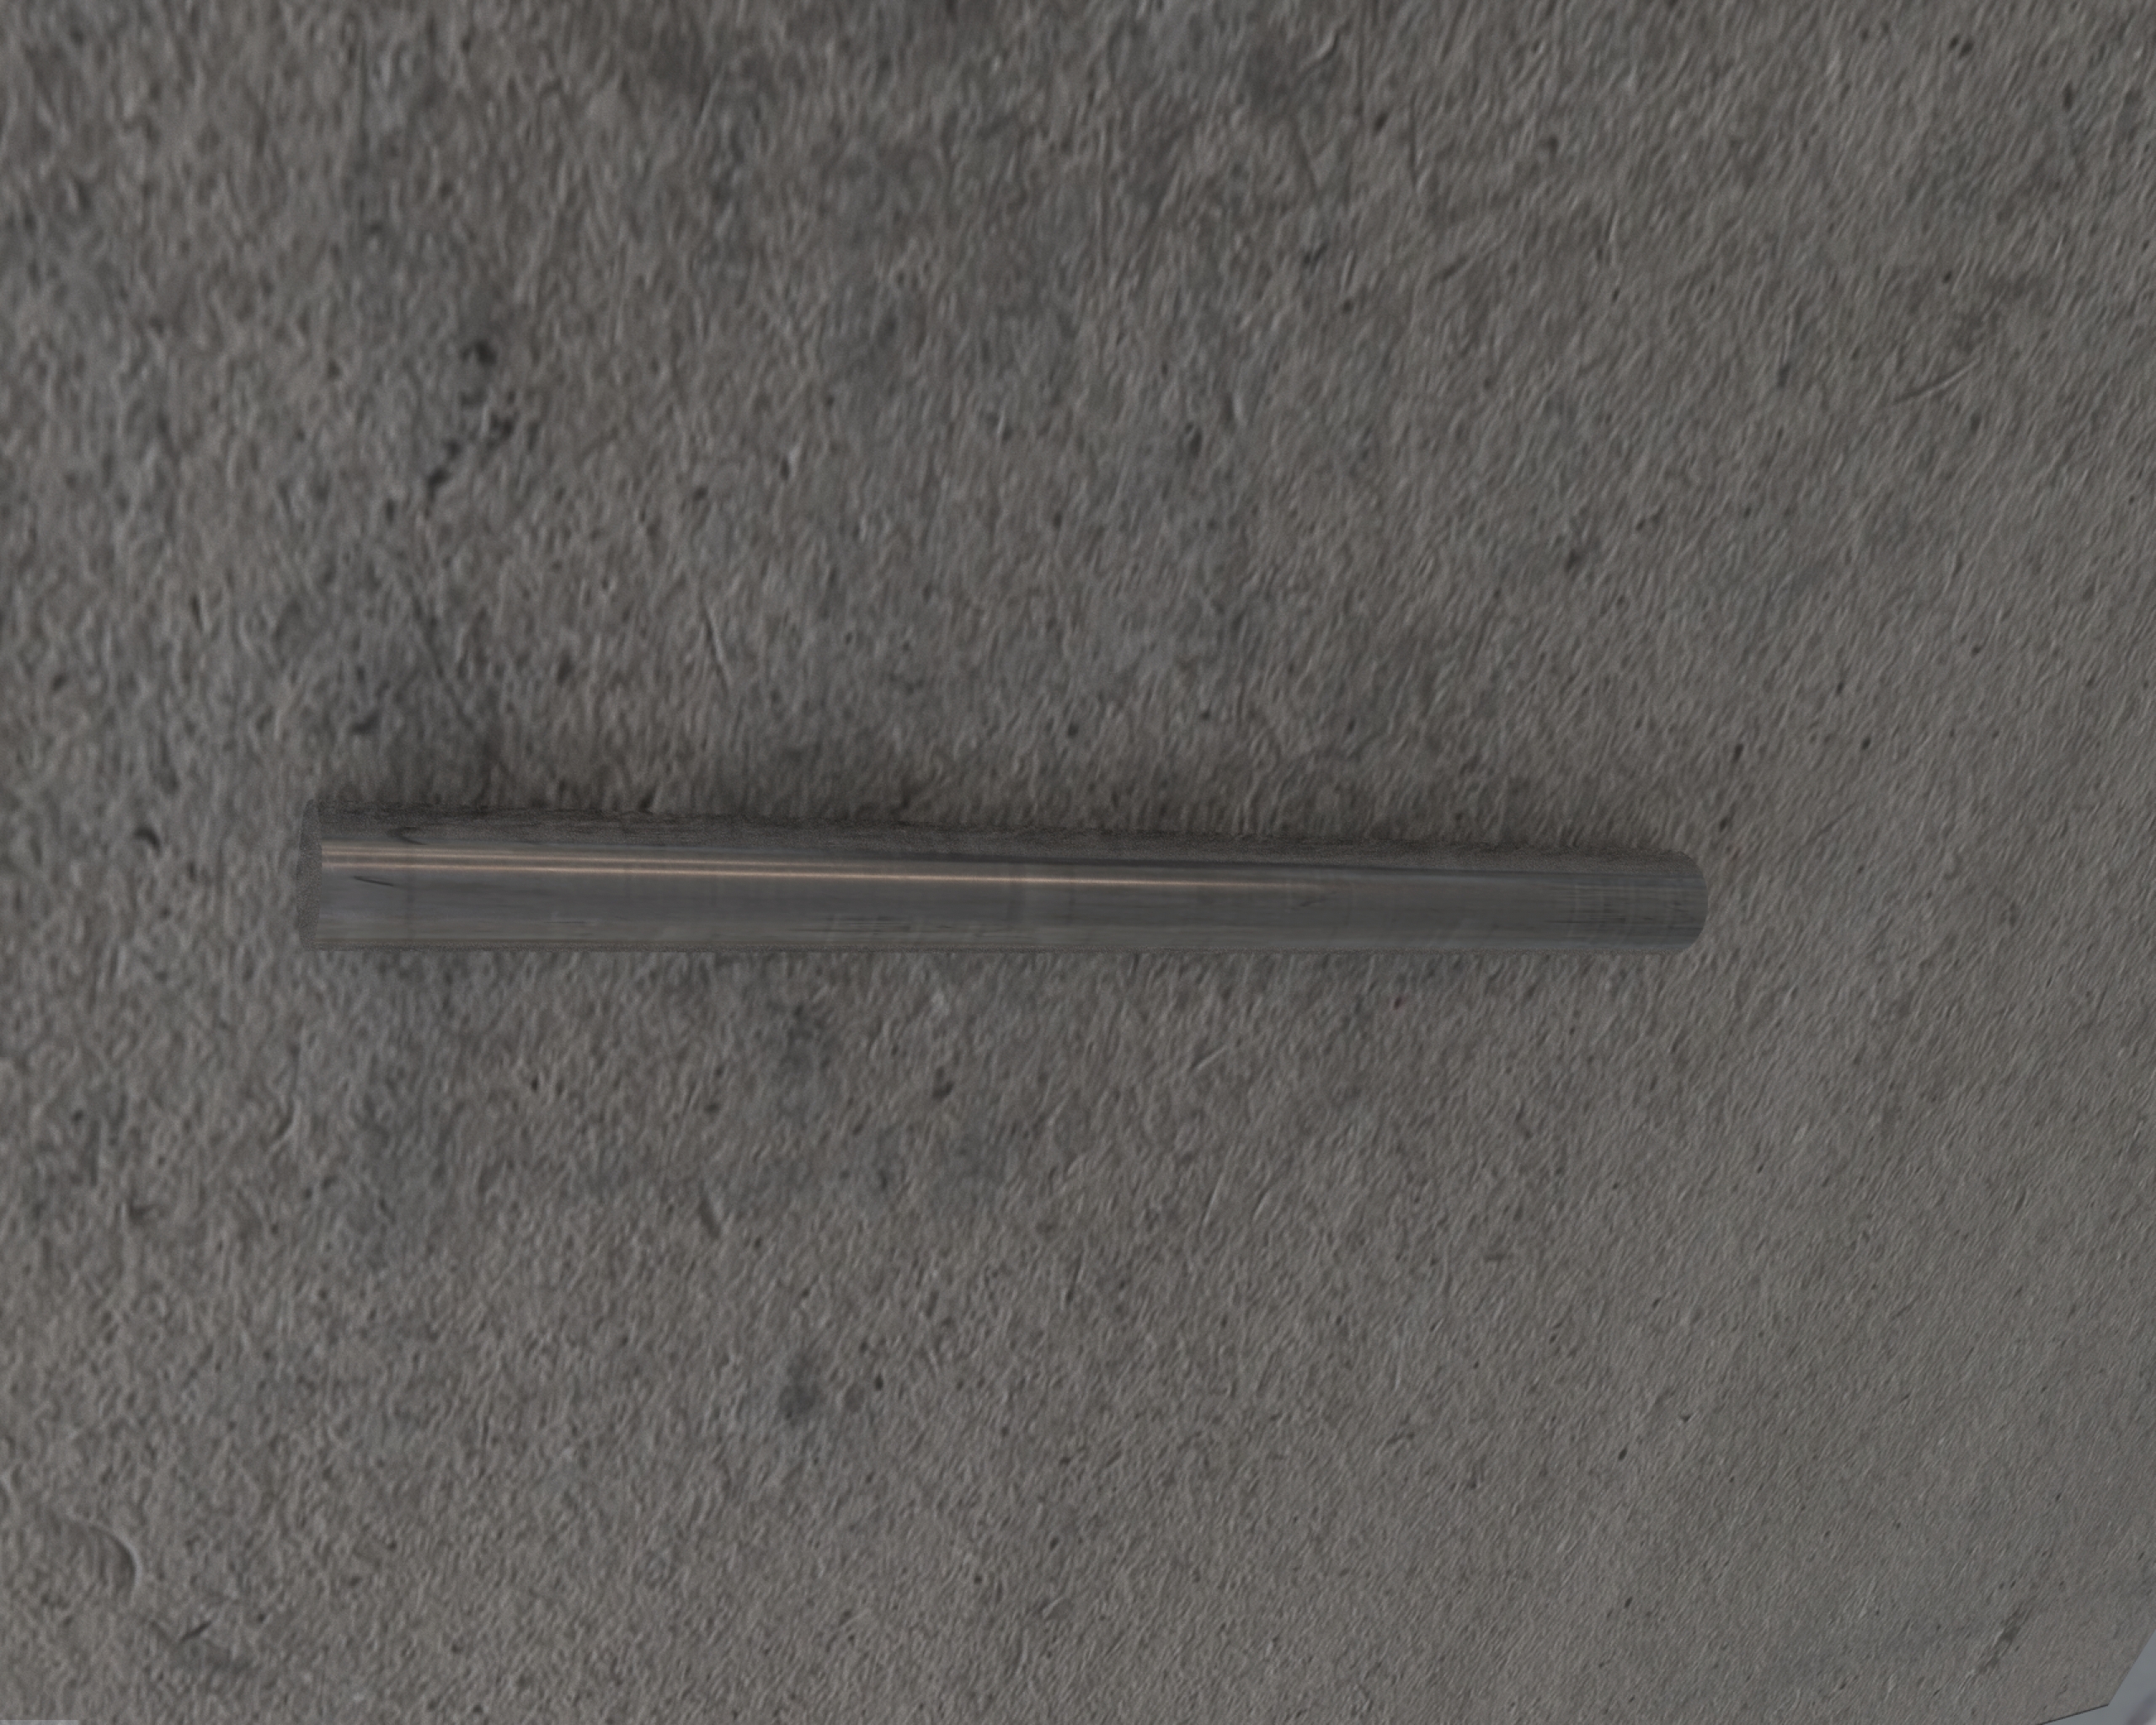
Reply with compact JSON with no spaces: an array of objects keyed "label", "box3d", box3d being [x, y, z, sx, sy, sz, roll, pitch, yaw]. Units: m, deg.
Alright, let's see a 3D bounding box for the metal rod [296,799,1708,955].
[{"label":"metal rod","box3d":[0.006,0.006,0.414,0.302,0.025,0.025,2,118,-29]}]
